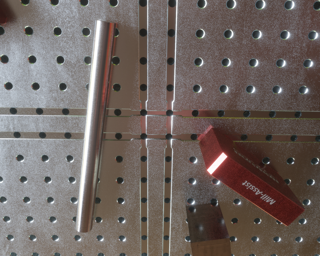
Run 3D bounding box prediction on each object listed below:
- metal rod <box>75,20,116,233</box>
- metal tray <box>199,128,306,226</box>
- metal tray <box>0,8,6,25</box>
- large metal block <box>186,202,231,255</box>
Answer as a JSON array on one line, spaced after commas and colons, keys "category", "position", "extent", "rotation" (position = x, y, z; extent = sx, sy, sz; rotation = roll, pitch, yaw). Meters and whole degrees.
[{"category": "metal rod", "position": [-0.089, 0.012, 0.416], "extent": [0.025, 0.025, 0.298], "rotation": [9, 110, -4]}, {"category": "metal tray", "position": [0.115, 0.060, 0.401], "extent": [0.130, 0.090, 0.030], "rotation": [34, 107, -12]}, {"category": "metal tray", "position": [-0.262, -0.137, 0.357], "extent": [0.130, 0.030, 0.090], "rotation": [-23, 109, 8]}, {"category": "large metal block", "position": [0.070, 0.166, 0.446], "extent": [0.050, 0.080, 0.079], "rotation": [-8, 110, 3]}]
